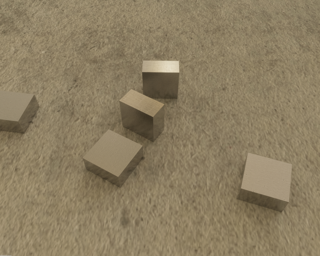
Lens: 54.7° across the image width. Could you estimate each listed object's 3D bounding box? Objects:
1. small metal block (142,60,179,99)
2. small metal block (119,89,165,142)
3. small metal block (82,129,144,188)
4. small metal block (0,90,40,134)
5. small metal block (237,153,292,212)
[{"bbox_3d":[0.001,-0.069,0.445,0.050,0.050,0.025,1,50,0],"label":"small metal block"},{"bbox_3d":[-0.023,-0.016,0.400,0.050,0.050,0.025,26,55,20],"label":"small metal block"},{"bbox_3d":[-0.055,0.036,0.373,0.050,0.025,0.050,24,54,19],"label":"small metal block"},{"bbox_3d":[-0.201,-0.022,0.419,0.050,0.025,0.050,7,50,5],"label":"small metal block"},{"bbox_3d":[0.119,0.061,0.353,0.050,0.025,0.050,15,51,12],"label":"small metal block"}]
